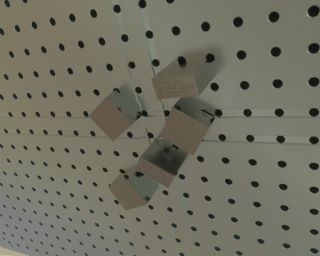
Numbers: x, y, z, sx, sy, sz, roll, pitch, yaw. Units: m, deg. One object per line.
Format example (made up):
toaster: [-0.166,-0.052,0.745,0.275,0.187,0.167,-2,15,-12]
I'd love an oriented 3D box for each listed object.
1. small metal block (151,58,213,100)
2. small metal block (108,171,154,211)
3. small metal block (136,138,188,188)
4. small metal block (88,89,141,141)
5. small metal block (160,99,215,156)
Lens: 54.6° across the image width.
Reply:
small metal block: [0.026,-0.055,0.347,0.050,0.050,0.025,-3,117,29]
small metal block: [-0.047,0.101,0.499,0.050,0.025,0.050,-26,104,37]
small metal block: [0.003,0.046,0.423,0.050,0.050,0.025,28,128,10]
small metal block: [-0.064,-0.017,0.435,0.050,0.025,0.050,47,129,-5]
small metal block: [0.034,-0.001,0.393,0.050,0.025,0.050,30,128,9]
